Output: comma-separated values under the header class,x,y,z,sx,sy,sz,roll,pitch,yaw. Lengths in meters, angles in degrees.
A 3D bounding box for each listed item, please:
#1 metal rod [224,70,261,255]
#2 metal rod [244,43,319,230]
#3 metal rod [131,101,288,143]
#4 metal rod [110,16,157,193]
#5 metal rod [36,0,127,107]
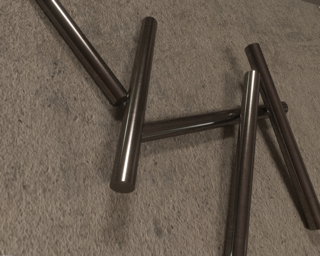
class,x,y,z,sx,sy,sz,roll,pitch,yaw
metal rod,0.115,0.043,0.420,0.025,0.025,0.300,23,60,-15
metal rod,0.190,0.004,0.481,0.025,0.025,0.299,-5,72,-31
metal rod,0.088,-0.013,0.461,0.303,0.025,0.025,-10,67,-33
metal rod,-0.027,-0.055,0.402,0.025,0.025,0.300,20,47,-17
metal rod,-0.138,-0.153,0.423,0.025,0.025,0.299,-30,78,-38
